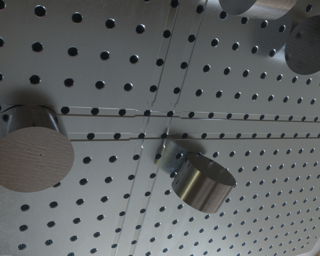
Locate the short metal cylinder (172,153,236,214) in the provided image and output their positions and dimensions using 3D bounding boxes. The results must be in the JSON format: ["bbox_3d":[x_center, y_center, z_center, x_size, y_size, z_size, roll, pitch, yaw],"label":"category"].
[{"bbox_3d":[0.065,0.081,0.461,0.081,0.080,0.050,16,110,-35],"label":"short metal cylinder"}]

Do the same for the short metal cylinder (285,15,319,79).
[{"bbox_3d":[0.224,-0.109,0.430,0.050,0.080,0.079,5,116,-31],"label":"short metal cylinder"}]

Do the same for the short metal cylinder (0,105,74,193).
[{"bbox_3d":[-0.138,0.022,0.333,0.081,0.050,0.079,-14,124,-21],"label":"short metal cylinder"}]

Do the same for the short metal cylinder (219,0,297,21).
[{"bbox_3d":[0.107,-0.161,0.334,0.050,0.080,0.079,-3,120,-27],"label":"short metal cylinder"}]
